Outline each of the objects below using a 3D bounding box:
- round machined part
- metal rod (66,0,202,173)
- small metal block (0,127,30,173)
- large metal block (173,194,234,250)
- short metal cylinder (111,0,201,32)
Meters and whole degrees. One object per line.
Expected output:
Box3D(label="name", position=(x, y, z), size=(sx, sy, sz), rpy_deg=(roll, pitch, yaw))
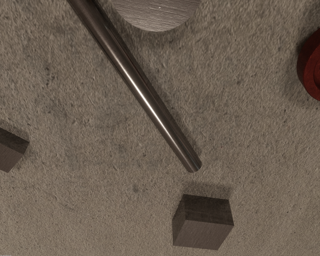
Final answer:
Box3D(label="round machined part", position=(0.197, -0.077, 0.333), size=(0.099, 0.042, 0.097), rpy_deg=(-1, 130, 0))
Box3D(label="metal rod", position=(-0.020, -0.044, 0.368), size=(0.025, 0.025, 0.300), rpy_deg=(-22, 127, 17))
Box3D(label="small metal block", position=(-0.220, 0.030, 0.430), size=(0.050, 0.025, 0.050), rpy_deg=(34, 122, -26))
Box3D(label="large metal block", position=(0.070, 0.162, 0.531), size=(0.081, 0.050, 0.079), rpy_deg=(9, 130, -9))
Box3D(label="short metal cylinder", position=(-0.003, -0.134, 0.276), size=(0.081, 0.050, 0.079), rpy_deg=(0, 130, 0))
